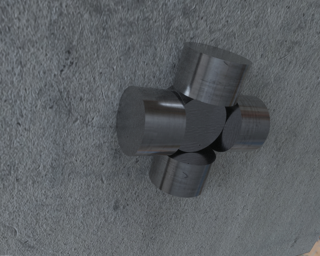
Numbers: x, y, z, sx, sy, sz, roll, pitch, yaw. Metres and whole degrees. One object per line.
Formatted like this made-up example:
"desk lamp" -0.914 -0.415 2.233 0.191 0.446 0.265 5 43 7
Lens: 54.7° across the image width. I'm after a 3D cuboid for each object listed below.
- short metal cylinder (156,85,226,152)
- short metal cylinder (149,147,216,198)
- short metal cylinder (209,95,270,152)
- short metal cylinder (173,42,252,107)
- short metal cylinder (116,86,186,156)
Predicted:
"short metal cylinder" 0.039 -0.015 0.406 0.081 0.050 0.079 -14 125 -21
"short metal cylinder" 0.030 0.049 0.421 0.081 0.080 0.050 0 118 -29
"short metal cylinder" 0.102 -0.007 0.427 0.050 0.080 0.079 2 118 -30
"short metal cylinder" 0.061 -0.065 0.366 0.081 0.080 0.050 1 118 -30
"short metal cylinder" -0.013 -0.007 0.363 0.050 0.080 0.079 2 118 -30
